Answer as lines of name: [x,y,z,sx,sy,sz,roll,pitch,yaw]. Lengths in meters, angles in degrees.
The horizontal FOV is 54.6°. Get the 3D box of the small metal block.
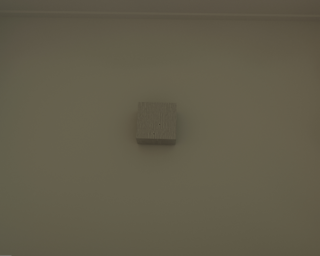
small metal block: [-0.004,-0.006,0.408,0.050,0.025,0.050,2,70,1]
